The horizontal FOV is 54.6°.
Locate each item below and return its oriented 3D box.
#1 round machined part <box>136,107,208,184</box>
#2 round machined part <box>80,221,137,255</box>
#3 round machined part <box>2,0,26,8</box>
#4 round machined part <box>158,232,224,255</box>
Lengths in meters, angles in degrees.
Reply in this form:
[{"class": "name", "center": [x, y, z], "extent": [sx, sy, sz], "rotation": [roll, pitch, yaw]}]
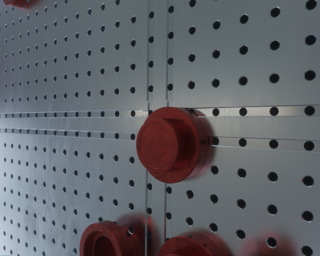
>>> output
[{"class": "round machined part", "center": [0.008, 0.022, 0.393], "extent": [0.098, 0.042, 0.097], "rotation": [0, 90, 40]}, {"class": "round machined part", "center": [-0.073, 0.186, 0.460], "extent": [0.098, 0.042, 0.097], "rotation": [0, 90, 40]}, {"class": "round machined part", "center": [-0.322, -0.314, 0.667], "extent": [0.098, 0.042, 0.097], "rotation": [0, 90, 40]}, {"class": "round machined part", "center": [0.032, 0.180, 0.373], "extent": [0.098, 0.042, 0.097], "rotation": [0, 90, 40]}]
